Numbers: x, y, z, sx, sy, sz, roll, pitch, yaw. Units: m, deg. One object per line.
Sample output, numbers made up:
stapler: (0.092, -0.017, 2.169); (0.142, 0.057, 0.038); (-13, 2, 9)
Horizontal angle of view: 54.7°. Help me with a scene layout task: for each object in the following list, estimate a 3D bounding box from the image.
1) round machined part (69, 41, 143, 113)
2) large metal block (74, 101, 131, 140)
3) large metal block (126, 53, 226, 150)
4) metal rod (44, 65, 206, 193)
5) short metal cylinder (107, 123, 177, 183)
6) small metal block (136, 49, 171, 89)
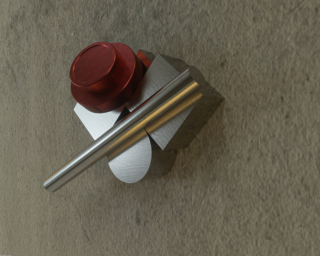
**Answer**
round machined part: (-0.075, -0.071, 0.398); (0.098, 0.042, 0.098); (-12, 60, 21)
large metal block: (-0.068, -0.030, 0.443); (0.080, 0.050, 0.080); (50, 119, 28)
large metal block: (0.017, -0.031, 0.375); (0.080, 0.050, 0.080); (49, 119, 28)
metal rod: (-0.065, 0.018, 0.392); (0.299, 0.025, 0.025); (-34, 69, 34)
short metal cylinder: (-0.025, 0.029, 0.408); (0.080, 0.050, 0.079); (0, 90, 39)
small metal block: (-0.018, -0.069, 0.418); (0.050, 0.025, 0.050); (50, 119, 28)
